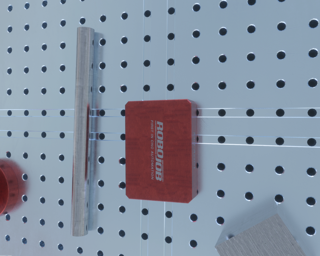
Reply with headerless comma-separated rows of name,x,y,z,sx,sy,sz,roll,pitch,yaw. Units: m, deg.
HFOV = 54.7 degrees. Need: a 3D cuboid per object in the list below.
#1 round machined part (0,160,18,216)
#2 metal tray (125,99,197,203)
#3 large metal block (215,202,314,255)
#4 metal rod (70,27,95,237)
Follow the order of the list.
round machined part,-0.285,0.101,0.504,0.098,0.042,0.097,0,90,20
metal tray,0.001,0.029,0.409,0.090,0.030,0.129,0,90,19
large metal block,0.123,0.145,0.356,0.080,0.050,0.080,-35,79,16
metal rod,-0.113,0.006,0.452,0.025,0.025,0.298,2,91,20
